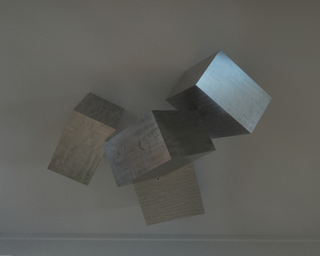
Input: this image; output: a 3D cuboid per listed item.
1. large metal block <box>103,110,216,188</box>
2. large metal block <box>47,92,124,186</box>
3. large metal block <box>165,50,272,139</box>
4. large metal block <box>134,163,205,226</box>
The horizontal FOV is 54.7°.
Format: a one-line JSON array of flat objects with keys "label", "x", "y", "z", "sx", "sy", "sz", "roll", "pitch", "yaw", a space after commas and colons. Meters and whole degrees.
[{"label": "large metal block", "x": 0.000, "y": 0.021, "z": 0.340, "sx": 0.080, "sy": 0.081, "sz": 0.050, "roll": -33, "pitch": 72, "yaw": 36}, {"label": "large metal block", "x": -0.089, "y": 0.011, "z": 0.385, "sx": 0.050, "sy": 0.080, "sz": 0.080, "roll": 26, "pitch": 108, "yaw": -9}, {"label": "large metal block", "x": 0.065, "y": -0.034, "z": 0.362, "sx": 0.080, "sy": 0.080, "sz": 0.050, "roll": 39, "pitch": 72, "yaw": -13}, {"label": "large metal block", "x": 0.011, "y": 0.079, "z": 0.427, "sx": 0.080, "sy": 0.050, "sz": 0.080, "roll": -13, "pitch": 110, "yaw": 4}]
